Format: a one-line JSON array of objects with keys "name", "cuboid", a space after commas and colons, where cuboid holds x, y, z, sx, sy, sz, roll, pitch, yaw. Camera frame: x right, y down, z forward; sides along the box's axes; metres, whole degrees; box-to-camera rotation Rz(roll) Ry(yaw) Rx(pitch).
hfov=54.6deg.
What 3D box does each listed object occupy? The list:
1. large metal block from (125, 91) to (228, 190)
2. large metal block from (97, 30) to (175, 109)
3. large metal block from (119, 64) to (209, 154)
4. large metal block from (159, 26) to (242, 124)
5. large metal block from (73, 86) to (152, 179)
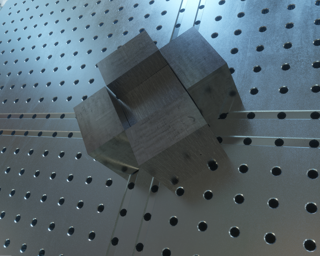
[{"name": "large metal block", "cuboid": [0.020, 0.018, 0.353, 0.080, 0.080, 0.050, -32, 52, 7]}, {"name": "large metal block", "cuboid": [-0.027, -0.074, 0.434, 0.080, 0.080, 0.050, -34, 51, 6]}, {"name": "large metal block", "cuboid": [0.003, -0.022, 0.403, 0.080, 0.050, 0.080, -34, 50, 8]}, {"name": "large metal block", "cuboid": [0.051, -0.064, 0.386, 0.050, 0.080, 0.080, -33, 52, 6]}, {"name": "large metal block", "cuboid": [-0.058, 0.007, 0.400, 0.050, 0.080, 0.080, -34, 52, 6]}]
